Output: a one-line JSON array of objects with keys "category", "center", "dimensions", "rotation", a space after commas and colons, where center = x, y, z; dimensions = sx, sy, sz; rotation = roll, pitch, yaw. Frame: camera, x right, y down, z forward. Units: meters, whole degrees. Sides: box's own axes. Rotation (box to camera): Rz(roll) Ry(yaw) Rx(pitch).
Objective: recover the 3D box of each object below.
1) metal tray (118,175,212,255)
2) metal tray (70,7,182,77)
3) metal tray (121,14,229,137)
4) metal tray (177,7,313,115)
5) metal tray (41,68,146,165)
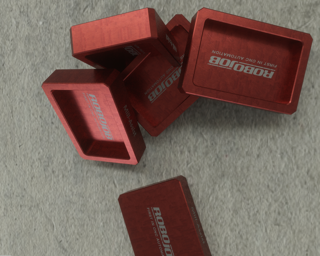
[{"category": "metal tray", "center": [0.008, 0.136, 0.403], "dimensions": [0.090, 0.030, 0.129], "rotation": [-20, 84, 18]}, {"category": "metal tray", "center": [-0.030, -0.089, 0.359], "dimensions": [0.090, 0.130, 0.030], "rotation": [-8, 84, 15]}, {"category": "metal tray", "center": [0.011, -0.063, 0.391], "dimensions": [0.130, 0.030, 0.090], "rotation": [-43, 89, 15]}, {"category": "metal tray", "center": [0.093, -0.071, 0.343], "dimensions": [0.131, 0.030, 0.089], "rotation": [11, 94, -8]}, {"category": "metal tray", "center": [-0.078, -0.011, 0.388], "dimensions": [0.090, 0.030, 0.129], "rotation": [3, 134, 21]}]
